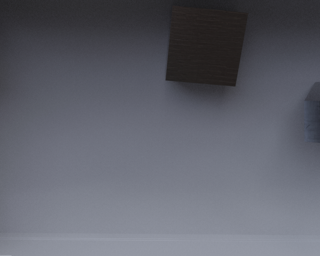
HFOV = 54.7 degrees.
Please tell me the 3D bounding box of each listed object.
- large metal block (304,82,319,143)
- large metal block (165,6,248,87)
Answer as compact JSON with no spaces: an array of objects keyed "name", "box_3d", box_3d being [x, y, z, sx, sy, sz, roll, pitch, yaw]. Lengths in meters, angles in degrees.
[{"name":"large metal block","box_3d":[0.219,-0.020,0.360,0.080,0.080,0.050,4,114,33]},{"name":"large metal block","box_3d":[0.050,-0.096,0.363,0.081,0.050,0.079,5,110,-2]}]
